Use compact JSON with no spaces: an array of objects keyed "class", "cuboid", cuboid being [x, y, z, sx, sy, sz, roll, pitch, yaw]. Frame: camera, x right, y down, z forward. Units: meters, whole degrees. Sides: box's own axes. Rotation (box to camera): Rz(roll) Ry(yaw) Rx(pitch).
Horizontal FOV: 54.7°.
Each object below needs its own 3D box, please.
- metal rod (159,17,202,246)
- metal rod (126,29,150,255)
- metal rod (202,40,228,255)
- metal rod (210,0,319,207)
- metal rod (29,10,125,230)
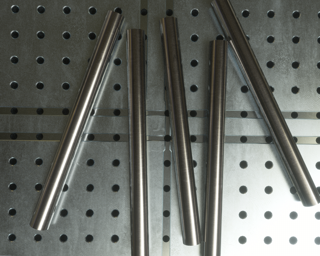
[{"class":"metal rod","cuboid":[0.027,0.004,0.413,0.025,0.025,0.298,-6,90,0]},{"class":"metal rod","cuboid":[-0.029,0.021,0.413,0.025,0.025,0.298,-1,90,-1]},{"class":"metal rod","cuboid":[0.073,0.034,0.414,0.025,0.025,0.298,2,90,-1]},{"class":"metal rod","cuboid":[0.141,-0.036,0.415,0.025,0.025,0.299,-25,90,0]},{"class":"metal rod","cuboid":[-0.109,-0.010,0.411,0.025,0.025,0.299,20,90,-1]}]
